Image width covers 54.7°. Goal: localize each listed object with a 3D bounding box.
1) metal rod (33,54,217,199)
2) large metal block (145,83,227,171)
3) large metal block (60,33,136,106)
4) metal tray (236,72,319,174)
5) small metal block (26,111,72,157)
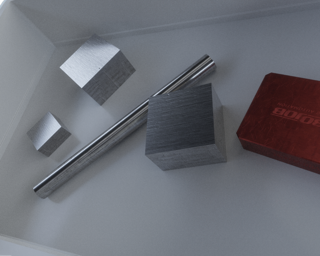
[{"bbox_3d":[-0.050,-0.001,0.430,0.300,0.025,0.025,-37,51,3],"label":"metal rod"},{"bbox_3d":[0.032,0.001,0.372,0.080,0.050,0.080,-11,57,22],"label":"large metal block"},{"bbox_3d":[-0.100,-0.095,0.499,0.080,0.050,0.080,-46,52,-5],"label":"large metal block"},{"bbox_3d":[0.159,-0.004,0.321,0.130,0.030,0.090,19,72,35],"label":"metal tray"},{"bbox_3d":[-0.176,0.009,0.490,0.050,0.025,0.050,-46,51,-4],"label":"small metal block"}]
